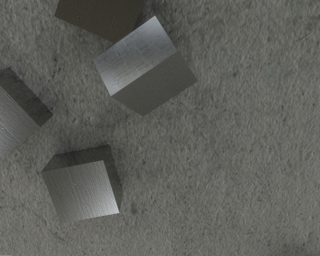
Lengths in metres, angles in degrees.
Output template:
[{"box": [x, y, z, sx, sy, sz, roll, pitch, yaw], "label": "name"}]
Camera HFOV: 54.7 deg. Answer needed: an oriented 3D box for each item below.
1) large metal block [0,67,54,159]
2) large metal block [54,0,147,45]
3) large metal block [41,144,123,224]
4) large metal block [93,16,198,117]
[{"box": [-0.198, -0.017, 0.388, 0.080, 0.050, 0.080, -35, 107, 12], "label": "large metal block"}, {"box": [-0.058, -0.145, 0.342, 0.080, 0.050, 0.079, 23, 108, -9], "label": "large metal block"}, {"box": [-0.102, 0.075, 0.423, 0.080, 0.050, 0.079, -11, 110, 3], "label": "large metal block"}, {"box": [-0.013, -0.064, 0.349, 0.080, 0.080, 0.050, -33, 68, 11], "label": "large metal block"}]
